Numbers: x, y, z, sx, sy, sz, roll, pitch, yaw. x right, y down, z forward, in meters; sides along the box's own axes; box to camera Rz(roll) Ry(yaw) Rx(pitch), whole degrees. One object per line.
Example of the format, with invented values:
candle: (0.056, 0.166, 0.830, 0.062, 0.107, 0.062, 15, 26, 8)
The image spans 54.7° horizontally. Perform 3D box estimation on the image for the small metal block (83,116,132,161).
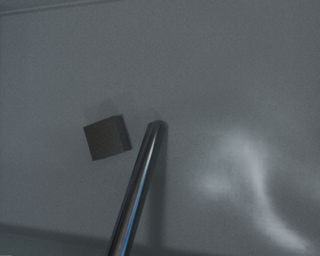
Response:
small metal block: (-0.074, 0.015, 0.435, 0.050, 0.025, 0.050, -19, 84, 18)

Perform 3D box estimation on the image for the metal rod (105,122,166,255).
metal rod: (-0.041, 0.122, 0.337, 0.025, 0.025, 0.300, 5, 57, 19)
